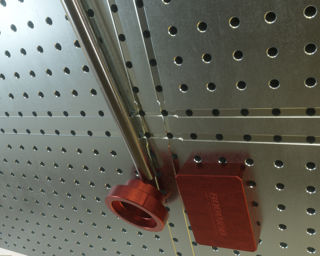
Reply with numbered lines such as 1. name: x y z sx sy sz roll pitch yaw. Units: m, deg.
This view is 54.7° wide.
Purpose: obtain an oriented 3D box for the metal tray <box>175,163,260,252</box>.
1. metal tray: 0.082 0.110 0.432 0.090 0.030 0.129 -4 117 29

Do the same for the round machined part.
1. round machined part: -0.031 0.115 0.474 0.098 0.042 0.097 19 144 14

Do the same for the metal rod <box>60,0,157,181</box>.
1. metal rod: -0.068 -0.057 0.409 0.025 0.025 0.298 -8 115 31
